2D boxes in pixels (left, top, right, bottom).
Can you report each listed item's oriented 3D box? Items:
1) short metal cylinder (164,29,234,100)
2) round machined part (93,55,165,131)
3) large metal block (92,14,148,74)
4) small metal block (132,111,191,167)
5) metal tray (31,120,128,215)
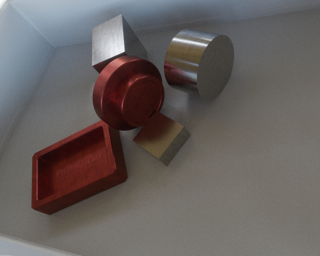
[{"bbox_3d":[0.051,-0.081,0.393,0.050,0.080,0.080,24,75,36],"label":"short metal cylinder"},{"bbox_3d":[-0.033,-0.040,0.398,0.042,0.098,0.098,31,79,40],"label":"round machined part"},{"bbox_3d":[-0.057,-0.106,0.463,0.050,0.080,0.080,-20,54,16],"label":"large metal block"},{"bbox_3d":[0.002,0.013,0.396,0.050,0.025,0.050,31,79,37],"label":"small metal block"},{"bbox_3d":[-0.114,0.053,0.427,0.130,0.030,0.090,-25,53,12],"label":"metal tray"}]
